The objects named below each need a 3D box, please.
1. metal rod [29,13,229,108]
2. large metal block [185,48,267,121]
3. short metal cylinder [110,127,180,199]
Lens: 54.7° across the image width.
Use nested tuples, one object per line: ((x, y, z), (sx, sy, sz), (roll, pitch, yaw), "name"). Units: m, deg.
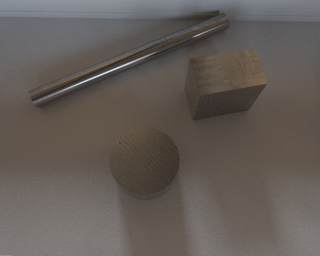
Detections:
((-0.037, -0.101, 0.445), (0.302, 0.025, 0.025), (-24, 72, -9), "metal rod")
((0.080, -0.054, 0.401), (0.081, 0.080, 0.050), (-11, 71, -4), "large metal block")
((-0.018, 0.045, 0.380), (0.081, 0.050, 0.080), (0, 70, 0), "short metal cylinder")
